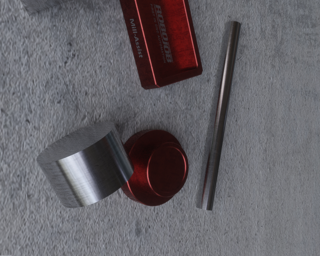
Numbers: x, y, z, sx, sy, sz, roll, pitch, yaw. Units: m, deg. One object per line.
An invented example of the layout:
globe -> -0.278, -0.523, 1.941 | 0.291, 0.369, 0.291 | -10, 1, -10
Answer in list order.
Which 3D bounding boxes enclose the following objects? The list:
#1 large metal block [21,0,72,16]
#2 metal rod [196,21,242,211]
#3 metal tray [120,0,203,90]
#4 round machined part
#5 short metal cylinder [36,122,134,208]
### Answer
large metal block -> -0.105, -0.167, 0.301 | 0.080, 0.050, 0.080 | -39, 114, -33
metal rod -> 0.094, -0.024, 0.485 | 0.025, 0.025, 0.299 | 18, 79, -39
metal tray -> 0.004, -0.124, 0.406 | 0.091, 0.030, 0.129 | -23, 105, -38
round machined part -> -0.002, 0.051, 0.394 | 0.099, 0.042, 0.097 | 0, 90, -40
short metal cylinder -> -0.073, 0.034, 0.309 | 0.081, 0.080, 0.050 | -36, 113, -35
